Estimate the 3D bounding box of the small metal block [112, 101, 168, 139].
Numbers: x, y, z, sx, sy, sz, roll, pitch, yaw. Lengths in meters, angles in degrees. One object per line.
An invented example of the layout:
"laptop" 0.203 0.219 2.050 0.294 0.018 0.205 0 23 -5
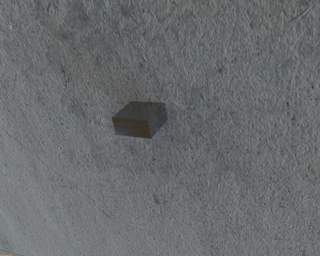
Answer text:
"small metal block" -0.025 -0.012 0.396 0.050 0.050 0.025 5 121 25
